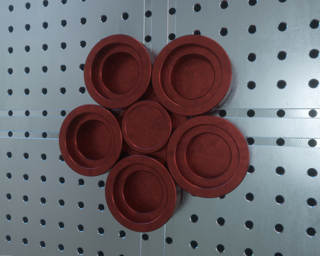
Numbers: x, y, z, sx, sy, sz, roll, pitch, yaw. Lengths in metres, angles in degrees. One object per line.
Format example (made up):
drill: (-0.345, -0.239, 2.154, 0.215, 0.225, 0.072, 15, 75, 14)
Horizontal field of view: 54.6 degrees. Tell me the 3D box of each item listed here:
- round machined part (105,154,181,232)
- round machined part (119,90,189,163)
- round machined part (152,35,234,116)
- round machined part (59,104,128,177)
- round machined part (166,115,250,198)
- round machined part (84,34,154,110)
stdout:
round machined part: (-0.019, 0.083, 0.410, 0.098, 0.042, 0.097, 0, 90, 20)
round machined part: (-0.011, -0.001, 0.407, 0.098, 0.042, 0.097, 0, 90, 20)
round machined part: (0.043, -0.063, 0.388, 0.098, 0.042, 0.097, 0, 90, 20)
round machined part: (-0.088, 0.016, 0.435, 0.098, 0.042, 0.097, 0, 90, 20)
round machined part: (0.061, 0.033, 0.382, 0.098, 0.042, 0.097, 0, 90, 20)
round machined part: (-0.050, -0.073, 0.421, 0.098, 0.042, 0.097, 0, 90, 20)
